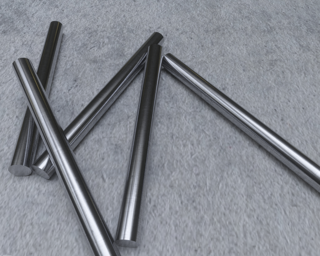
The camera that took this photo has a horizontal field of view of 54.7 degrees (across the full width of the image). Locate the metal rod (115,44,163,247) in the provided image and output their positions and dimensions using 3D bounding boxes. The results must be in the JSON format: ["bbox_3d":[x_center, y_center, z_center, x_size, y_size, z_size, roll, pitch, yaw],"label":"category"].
[{"bbox_3d":[-0.020,-0.004,0.397,0.025,0.025,0.300,4,53,3],"label":"metal rod"}]

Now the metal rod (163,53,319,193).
[{"bbox_3d":[0.105,-0.018,0.419,0.025,0.025,0.300,-31,57,-24],"label":"metal rod"}]

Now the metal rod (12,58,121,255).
[{"bbox_3d":[-0.110,0.030,0.347,0.025,0.025,0.299,-23,63,-19],"label":"metal rod"}]

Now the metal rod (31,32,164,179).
[{"bbox_3d":[-0.071,-0.051,0.445,0.025,0.025,0.301,21,53,16],"label":"metal rod"}]

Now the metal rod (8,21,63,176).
[{"bbox_3d":[-0.173,-0.065,0.455,0.025,0.025,0.300,-3,50,-3],"label":"metal rod"}]
